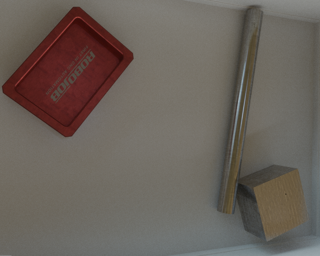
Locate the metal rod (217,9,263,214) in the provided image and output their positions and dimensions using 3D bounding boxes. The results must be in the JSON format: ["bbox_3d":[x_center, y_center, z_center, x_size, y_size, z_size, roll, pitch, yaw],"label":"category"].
[{"bbox_3d":[0.118,-0.026,0.455,0.025,0.025,0.298,10,86,-20],"label":"metal rod"}]

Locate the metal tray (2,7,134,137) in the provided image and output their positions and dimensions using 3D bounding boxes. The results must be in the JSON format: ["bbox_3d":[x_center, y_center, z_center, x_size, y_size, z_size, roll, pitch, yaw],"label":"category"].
[{"bbox_3d":[-0.105,-0.065,0.369,0.090,0.030,0.130,39,77,-16],"label":"metal tray"}]

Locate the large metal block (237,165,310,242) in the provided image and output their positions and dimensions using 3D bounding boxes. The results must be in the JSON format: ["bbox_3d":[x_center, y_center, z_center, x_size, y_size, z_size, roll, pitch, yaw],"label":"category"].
[{"bbox_3d":[0.165,0.108,0.460,0.081,0.050,0.080,-17,96,-20],"label":"large metal block"}]
